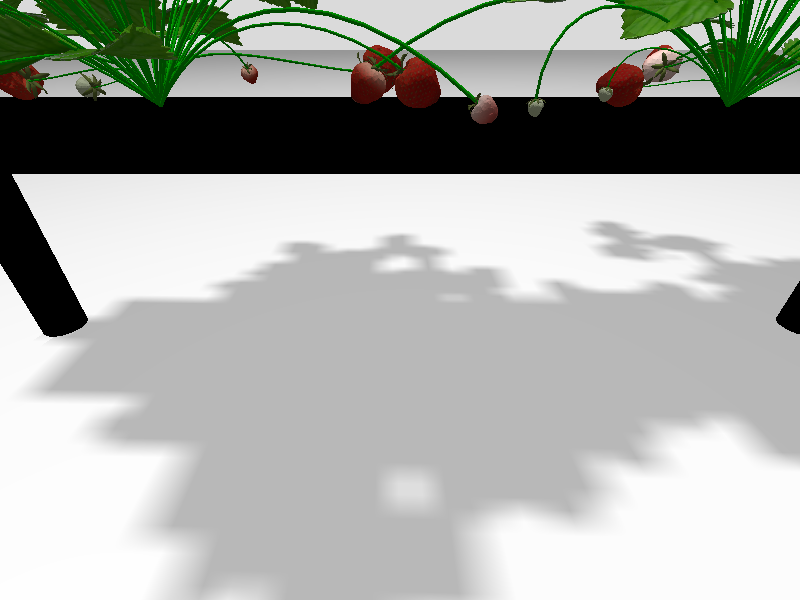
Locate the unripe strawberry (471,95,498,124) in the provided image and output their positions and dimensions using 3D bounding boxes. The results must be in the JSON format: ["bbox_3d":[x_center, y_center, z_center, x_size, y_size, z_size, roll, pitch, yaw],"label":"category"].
[{"bbox_3d":[0.052,-0.115,0.243,0.016,0.016,0.014,37,38,-4],"label":"unripe strawberry"}]

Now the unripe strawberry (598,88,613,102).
[{"bbox_3d":[0.152,-0.152,0.297,0.010,0.010,0.009,-5,34,-8],"label":"unripe strawberry"}]

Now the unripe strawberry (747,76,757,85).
[{"bbox_3d":[0.354,-0.224,0.405,0.011,0.011,0.011,25,41,33],"label":"unripe strawberry"}]

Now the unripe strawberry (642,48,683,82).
[{"bbox_3d":[0.305,-0.275,0.469,0.040,0.034,0.040,7,33,11],"label":"unripe strawberry"}]

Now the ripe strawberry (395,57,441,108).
[{"bbox_3d":[0.015,-0.166,0.310,0.035,0.035,0.033,30,29,-18],"label":"ripe strawberry"}]

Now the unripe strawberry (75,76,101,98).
[{"bbox_3d":[-0.278,-0.189,0.356,0.019,0.017,0.019,17,37,25],"label":"unripe strawberry"}]

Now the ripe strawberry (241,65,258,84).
[{"bbox_3d":[-0.178,-0.267,0.475,0.019,0.020,0.020,2,-14,3],"label":"ripe strawberry"}]

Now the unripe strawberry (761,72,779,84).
[{"bbox_3d":[0.409,-0.257,0.451,0.028,0.026,0.026,26,41,34],"label":"unripe strawberry"}]

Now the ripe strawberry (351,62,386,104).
[{"bbox_3d":[-0.028,-0.178,0.332,0.030,0.031,0.029,36,30,-17],"label":"ripe strawberry"}]

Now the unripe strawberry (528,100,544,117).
[{"bbox_3d":[0.087,-0.123,0.258,0.010,0.010,0.011,-12,35,-18],"label":"unripe strawberry"}]

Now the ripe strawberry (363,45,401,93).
[{"bbox_3d":[-0.016,-0.215,0.375,0.038,0.040,0.035,-14,36,-21],"label":"ripe strawberry"}]

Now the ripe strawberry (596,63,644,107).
[{"bbox_3d":[0.165,-0.162,0.303,0.030,0.029,0.033,-3,33,-3],"label":"ripe strawberry"}]

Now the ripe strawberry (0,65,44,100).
[{"bbox_3d":[-0.324,-0.186,0.337,0.031,0.031,0.035,7,34,12],"label":"ripe strawberry"}]

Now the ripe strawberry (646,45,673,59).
[{"bbox_3d":[0.326,-0.300,0.506,0.033,0.038,0.036,9,34,13],"label":"ripe strawberry"}]
